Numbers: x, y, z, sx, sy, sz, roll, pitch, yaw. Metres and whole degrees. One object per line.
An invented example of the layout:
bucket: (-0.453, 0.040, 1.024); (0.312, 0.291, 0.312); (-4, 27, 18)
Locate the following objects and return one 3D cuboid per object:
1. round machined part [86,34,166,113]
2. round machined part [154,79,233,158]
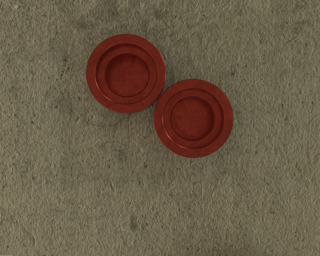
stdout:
round machined part: (-0.042, -0.067, 0.401); (0.099, 0.042, 0.097); (0, 90, 0)
round machined part: (0.041, -0.012, 0.402); (0.099, 0.042, 0.097); (0, 90, 0)
